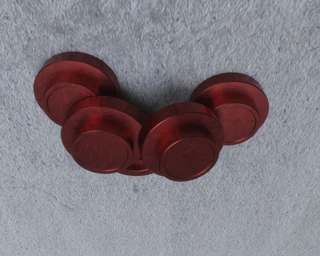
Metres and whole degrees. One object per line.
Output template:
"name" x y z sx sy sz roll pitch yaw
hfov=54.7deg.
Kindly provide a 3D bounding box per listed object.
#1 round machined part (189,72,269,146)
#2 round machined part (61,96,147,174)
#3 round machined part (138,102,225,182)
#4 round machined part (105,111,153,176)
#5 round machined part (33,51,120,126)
"round machined part" 0.086 -0.016 0.384 0.099 0.042 0.097 -1 130 0
"round machined part" -0.063 0.015 0.354 0.099 0.042 0.097 -1 130 0
"round machined part" 0.027 0.022 0.348 0.099 0.042 0.097 -9 130 -10
"round machined part" -0.032 0.016 0.411 0.099 0.042 0.097 -1 130 0
"round machined part" -0.098 -0.036 0.364 0.099 0.042 0.097 -1 130 0
